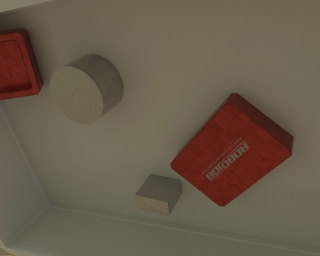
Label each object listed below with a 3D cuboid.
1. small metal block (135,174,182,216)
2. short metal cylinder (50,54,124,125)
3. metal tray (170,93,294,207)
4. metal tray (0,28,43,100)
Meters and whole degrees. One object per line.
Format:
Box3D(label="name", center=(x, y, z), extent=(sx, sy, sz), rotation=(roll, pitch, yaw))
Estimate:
Box3D(label="small metal block", center=(-0.001, 0.096, 0.451), extent=(0.050, 0.050, 0.025), rotation=(8, 122, 24))
Box3D(label="short metal cylinder", center=(-0.096, -0.051, 0.409), extent=(0.080, 0.050, 0.079), rotation=(13, 124, 20))
Box3D(label="metal tray", center=(0.083, 0.032, 0.381), extent=(0.090, 0.030, 0.129), rotation=(38, 129, 1))
Box3D(label="metal tray", center=(-0.244, -0.084, 0.435), extent=(0.131, 0.030, 0.089), rotation=(-10, 119, -6))
